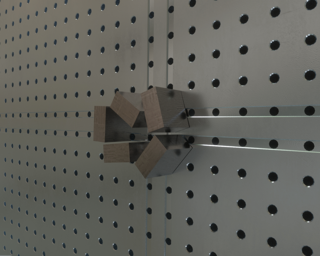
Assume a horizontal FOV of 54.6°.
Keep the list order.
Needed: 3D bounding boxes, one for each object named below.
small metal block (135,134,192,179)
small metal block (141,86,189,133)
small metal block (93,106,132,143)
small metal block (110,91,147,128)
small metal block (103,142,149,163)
[{"bbox_3d":[0.004,0.035,0.390,0.025,0.050,0.050,50,120,29],"label":"small metal block"},{"bbox_3d":[0.007,-0.022,0.388,0.025,0.050,0.050,-21,76,38],"label":"small metal block"},{"bbox_3d":[-0.068,-0.006,0.450,0.025,0.050,0.050,5,94,40],"label":"small metal block"},{"bbox_3d":[-0.030,-0.025,0.419,0.050,0.050,0.025,41,116,32],"label":"small metal block"},{"bbox_3d":[-0.042,0.033,0.428,0.050,0.050,0.025,-6,86,40],"label":"small metal block"}]
